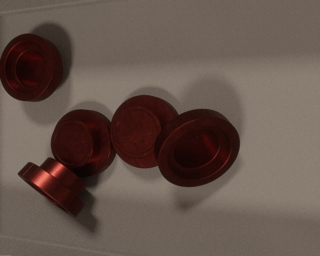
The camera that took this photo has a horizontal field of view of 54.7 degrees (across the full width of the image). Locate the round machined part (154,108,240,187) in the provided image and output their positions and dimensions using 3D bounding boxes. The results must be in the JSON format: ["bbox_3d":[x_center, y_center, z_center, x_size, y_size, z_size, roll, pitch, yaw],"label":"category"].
[{"bbox_3d":[0.041,0.019,0.368,0.098,0.098,0.042,-47,33,14],"label":"round machined part"}]

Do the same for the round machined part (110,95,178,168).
[{"bbox_3d":[-0.023,0.005,0.409,0.098,0.042,0.097,0,90,19],"label":"round machined part"}]

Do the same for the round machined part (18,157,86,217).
[{"bbox_3d":[-0.143,0.078,0.431,0.098,0.098,0.042,29,64,17],"label":"round machined part"}]

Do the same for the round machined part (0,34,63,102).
[{"bbox_3d":[-0.187,-0.088,0.466,0.098,0.042,0.097,0,90,19],"label":"round machined part"}]

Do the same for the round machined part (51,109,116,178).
[{"bbox_3d":[-0.114,0.022,0.440,0.098,0.042,0.097,0,90,19],"label":"round machined part"}]
